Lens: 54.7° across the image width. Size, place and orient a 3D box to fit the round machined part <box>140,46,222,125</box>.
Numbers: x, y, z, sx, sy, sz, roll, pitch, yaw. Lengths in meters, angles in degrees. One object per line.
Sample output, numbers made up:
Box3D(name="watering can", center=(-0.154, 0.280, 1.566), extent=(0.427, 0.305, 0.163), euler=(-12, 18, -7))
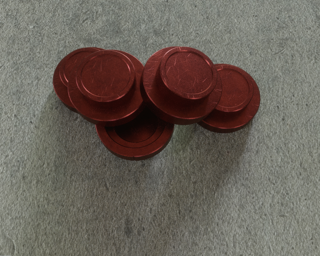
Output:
Box3D(name="round machined part", center=(0.028, -0.056, 0.366), extent=(0.099, 0.042, 0.098), euler=(5, 68, -13))

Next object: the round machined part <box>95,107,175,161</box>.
Box3D(name="round machined part", center=(-0.031, -0.005, 0.401), extent=(0.099, 0.042, 0.098), euler=(0, 70, -1))

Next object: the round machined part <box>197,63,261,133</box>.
Box3D(name="round machined part", center=(0.087, -0.045, 0.417), extent=(0.099, 0.042, 0.098), euler=(0, 70, -1))

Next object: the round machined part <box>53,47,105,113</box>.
Box3D(name="round machined part", center=(-0.098, -0.070, 0.424), extent=(0.099, 0.042, 0.098), euler=(0, 70, -1))

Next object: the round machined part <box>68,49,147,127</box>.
Box3D(name="round machined part", center=(-0.062, -0.054, 0.374), extent=(0.099, 0.042, 0.098), euler=(0, 70, -1))
